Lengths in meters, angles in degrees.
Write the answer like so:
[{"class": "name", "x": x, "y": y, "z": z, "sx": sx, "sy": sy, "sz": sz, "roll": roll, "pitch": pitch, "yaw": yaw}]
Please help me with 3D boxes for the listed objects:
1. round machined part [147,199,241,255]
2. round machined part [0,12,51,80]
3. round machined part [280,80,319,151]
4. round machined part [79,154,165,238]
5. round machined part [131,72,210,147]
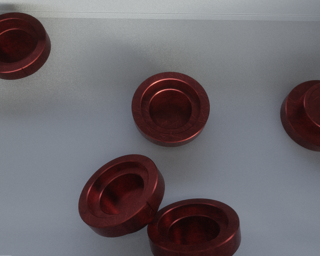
[{"class": "round machined part", "x": 0.038, "y": 0.120, "z": 0.337, "sx": 0.099, "sy": 0.098, "sz": 0.042, "roll": -10, "pitch": 106, "yaw": -4}, {"class": "round machined part", "x": -0.204, "y": -0.111, "z": 0.440, "sx": 0.099, "sy": 0.042, "sz": 0.098, "roll": 0, "pitch": 70, "yaw": 0}, {"class": "round machined part", "x": 0.216, "y": -0.021, "z": 0.409, "sx": 0.099, "sy": 0.042, "sz": 0.098, "roll": 0, "pitch": 70, "yaw": 0}, {"class": "round machined part", "x": -0.039, "y": 0.080, "z": 0.354, "sx": 0.098, "sy": 0.042, "sz": 0.098, "roll": -18, "pitch": 37, "yaw": 15}, {"class": "round machined part", "x": 0.013, "y": -0.021, "z": 0.408, "sx": 0.099, "sy": 0.042, "sz": 0.098, "roll": 0, "pitch": 70, "yaw": 0}]
